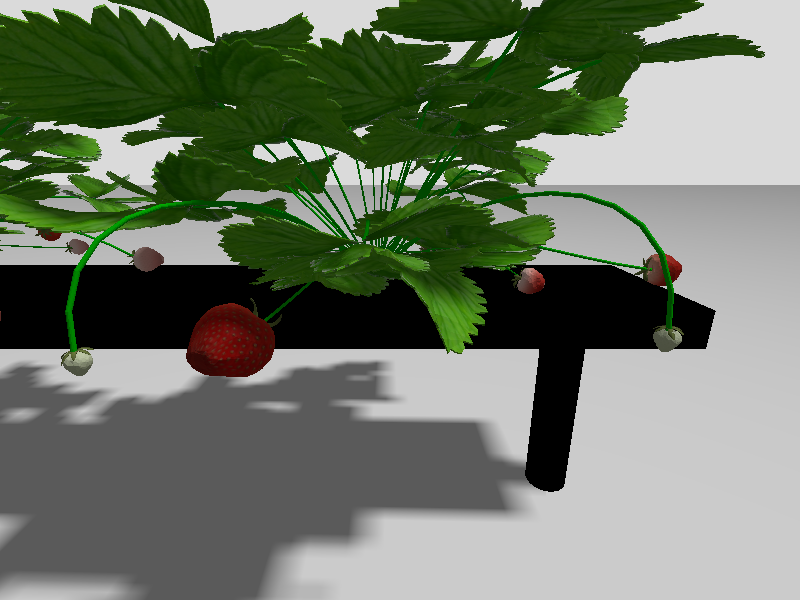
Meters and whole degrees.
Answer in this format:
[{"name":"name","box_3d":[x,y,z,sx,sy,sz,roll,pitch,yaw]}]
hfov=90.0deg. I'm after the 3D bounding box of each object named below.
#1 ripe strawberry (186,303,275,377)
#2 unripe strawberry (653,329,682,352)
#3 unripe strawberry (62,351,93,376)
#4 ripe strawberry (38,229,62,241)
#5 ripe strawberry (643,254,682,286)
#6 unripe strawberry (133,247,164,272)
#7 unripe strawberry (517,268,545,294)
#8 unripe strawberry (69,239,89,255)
[{"name":"ripe strawberry","box_3d":[-0.081,0.020,0.187,0.039,0.033,0.039,6,19,18]},{"name":"unripe strawberry","box_3d":[0.121,0.018,0.181,0.010,0.011,0.011,-13,22,-36]},{"name":"unripe strawberry","box_3d":[-0.138,0.027,0.172,0.011,0.011,0.010,10,20,30]},{"name":"ripe strawberry","box_3d":[-0.503,-0.100,0.578,0.028,0.029,0.030,-2,9,-8]},{"name":"ripe strawberry","box_3d":[0.231,-0.027,0.351,0.029,0.028,0.027,1,18,2]},{"name":"unripe strawberry","box_3d":[-0.249,-0.041,0.398,0.025,0.024,0.023,-1,18,-11]},{"name":"unripe strawberry","box_3d":[0.105,-0.014,0.318,0.021,0.022,0.019,22,23,12]},{"name":"unripe strawberry","box_3d":[-0.385,-0.064,0.482,0.018,0.019,0.019,11,20,32]}]
